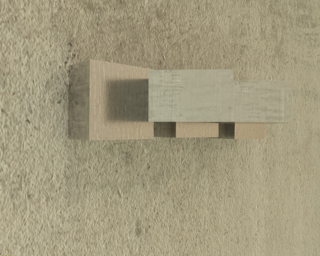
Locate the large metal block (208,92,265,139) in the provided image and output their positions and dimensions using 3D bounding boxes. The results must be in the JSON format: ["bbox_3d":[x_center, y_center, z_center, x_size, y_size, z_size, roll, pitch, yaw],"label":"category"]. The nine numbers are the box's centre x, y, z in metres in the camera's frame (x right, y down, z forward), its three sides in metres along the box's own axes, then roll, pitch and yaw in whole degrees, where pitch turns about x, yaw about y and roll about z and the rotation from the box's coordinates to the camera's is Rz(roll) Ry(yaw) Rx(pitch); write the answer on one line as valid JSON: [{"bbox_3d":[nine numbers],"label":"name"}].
[{"bbox_3d":[0.124,-0.023,0.497,0.081,0.050,0.079,2,89,-40],"label":"large metal block"}]

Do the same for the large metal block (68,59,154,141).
[{"bbox_3d":[-0.054,-0.028,0.346,0.081,0.050,0.079,0,90,-40],"label":"large metal block"}]

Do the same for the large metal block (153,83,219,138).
[{"bbox_3d":[0.034,-0.028,0.421,0.081,0.050,0.079,1,90,-40],"label":"large metal block"}]

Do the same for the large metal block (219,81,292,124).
[{"bbox_3d":[0.121,-0.031,0.412,0.080,0.080,0.050,1,89,4],"label":"large metal block"}]

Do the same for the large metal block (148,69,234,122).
[{"bbox_3d":[0.032,-0.031,0.334,0.080,0.080,0.050,-11,101,-85],"label":"large metal block"}]
